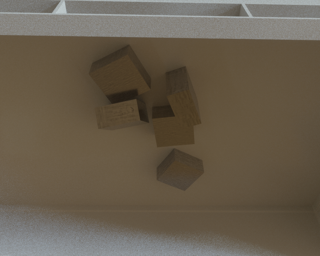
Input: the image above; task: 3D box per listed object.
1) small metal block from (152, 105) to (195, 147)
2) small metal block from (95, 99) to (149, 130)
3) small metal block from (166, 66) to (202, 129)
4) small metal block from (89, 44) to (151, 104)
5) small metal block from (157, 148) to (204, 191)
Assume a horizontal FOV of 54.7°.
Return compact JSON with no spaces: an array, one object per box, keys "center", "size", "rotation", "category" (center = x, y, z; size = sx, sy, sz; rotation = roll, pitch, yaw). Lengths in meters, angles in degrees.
[{"center":[0.018,-0.003,0.407],"size":[0.050,0.025,0.050],"rotation":[-5,130,4],"category":"small metal block"},{"center":[-0.045,-0.015,0.377],"size":[0.050,0.050,0.025],"rotation":[-11,86,9],"category":"small metal block"},{"center":[0.027,-0.036,0.363],"size":[0.025,0.050,0.050],"rotation":[-16,129,12],"category":"small metal block"},{"center":[-0.045,-0.060,0.358],"size":[0.050,0.025,0.050],"rotation":[-22,127,17],"category":"small metal block"},{"center":[0.030,0.063,0.463],"size":[0.050,0.025,0.050],"rotation":[25,126,-20],"category":"small metal block"}]
